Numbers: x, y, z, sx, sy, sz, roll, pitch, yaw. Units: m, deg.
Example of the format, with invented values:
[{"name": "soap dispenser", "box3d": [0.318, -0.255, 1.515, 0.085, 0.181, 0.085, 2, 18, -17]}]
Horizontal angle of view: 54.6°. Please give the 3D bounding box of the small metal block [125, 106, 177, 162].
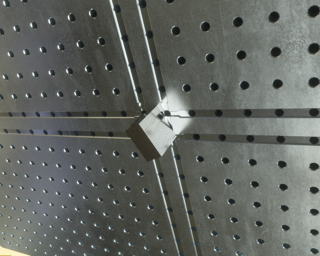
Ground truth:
[{"name": "small metal block", "box3d": [-0.010, 0.007, 0.405, 0.025, 0.050, 0.050, -25, 105, 37]}]
